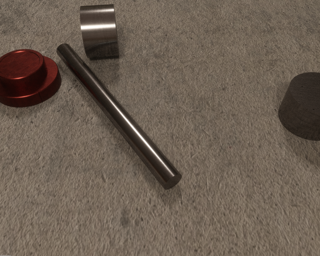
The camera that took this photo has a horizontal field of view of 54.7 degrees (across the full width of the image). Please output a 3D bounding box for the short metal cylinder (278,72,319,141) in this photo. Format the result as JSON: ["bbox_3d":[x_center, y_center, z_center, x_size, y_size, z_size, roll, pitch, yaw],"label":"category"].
[{"bbox_3d":[0.207,-0.030,0.415,0.081,0.050,0.080,0,50,0],"label":"short metal cylinder"}]

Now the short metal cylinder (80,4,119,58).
[{"bbox_3d":[-0.095,-0.155,0.496,0.050,0.080,0.080,-6,50,-5],"label":"short metal cylinder"}]

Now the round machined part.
[{"bbox_3d":[-0.201,-0.079,0.456,0.099,0.042,0.098,0,50,0],"label":"round machined part"}]

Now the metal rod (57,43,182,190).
[{"bbox_3d":[-0.071,-0.033,0.429,0.025,0.025,0.300,-28,56,-22],"label":"metal rod"}]
